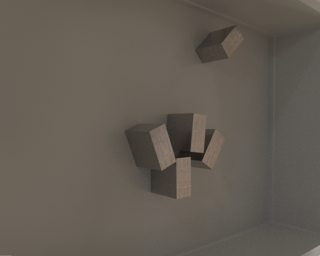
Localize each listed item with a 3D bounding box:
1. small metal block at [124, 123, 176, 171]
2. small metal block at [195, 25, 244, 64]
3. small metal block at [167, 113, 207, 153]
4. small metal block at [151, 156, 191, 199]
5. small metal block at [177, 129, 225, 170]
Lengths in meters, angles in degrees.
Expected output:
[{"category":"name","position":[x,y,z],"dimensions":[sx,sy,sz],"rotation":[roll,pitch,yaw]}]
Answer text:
[{"category":"small metal block","position":[-0.012,0.022,0.382],"dimensions":[0.025,0.050,0.050],"rotation":[-28,108,-37]},{"category":"small metal block","position":[0.090,-0.126,0.468],"dimensions":[0.050,0.050,0.025],"rotation":[-51,120,-28]},{"category":"small metal block","position":[0.034,0.007,0.421],"dimensions":[0.025,0.050,0.050],"rotation":[9,84,-40]},{"category":"small metal block","position":[0.013,0.061,0.404],"dimensions":[0.025,0.050,0.050],"rotation":[-1,91,-41]},{"category":"small metal block","position":[0.057,0.029,0.441],"dimensions":[0.025,0.050,0.050],"rotation":[41,65,-33]}]
